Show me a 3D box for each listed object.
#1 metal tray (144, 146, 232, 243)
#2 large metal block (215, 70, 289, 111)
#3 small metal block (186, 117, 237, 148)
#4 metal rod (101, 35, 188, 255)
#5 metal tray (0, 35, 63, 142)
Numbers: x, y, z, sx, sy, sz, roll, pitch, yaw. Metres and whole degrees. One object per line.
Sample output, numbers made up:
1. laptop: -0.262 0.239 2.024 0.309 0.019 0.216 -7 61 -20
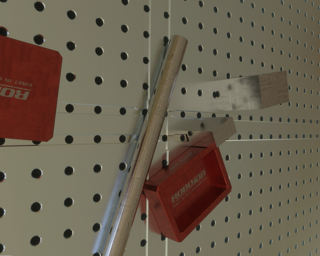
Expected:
1. metal tray: 0.045 0.086 0.446 0.131 0.030 0.090 -33 111 -35
2. large metal block: 0.149 -0.060 0.501 0.081 0.080 0.050 -15 100 -39
3. small metal block: 0.076 0.005 0.459 0.050 0.050 0.025 -31 110 -36
4. metal rod: -0.015 0.016 0.398 0.025 0.025 0.299 28 73 -37
5. metal tray: -0.159 -0.038 0.273 0.131 0.030 0.089 9 84 -40
